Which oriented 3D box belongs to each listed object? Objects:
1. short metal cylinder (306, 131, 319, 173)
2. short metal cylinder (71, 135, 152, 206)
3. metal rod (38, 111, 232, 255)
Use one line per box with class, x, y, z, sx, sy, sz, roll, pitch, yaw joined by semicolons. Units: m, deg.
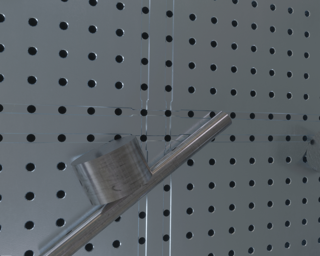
short metal cylinder;0.283;0.041;0.488;0.050;0.080;0.080;23;82;-19
short metal cylinder;-0.056;0.047;0.363;0.081;0.080;0.050;-25;99;-18
metal rod;-0.021;0.073;0.405;0.301;0.025;0.025;-37;102;-16
